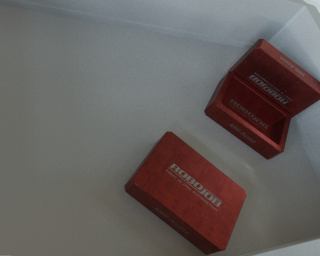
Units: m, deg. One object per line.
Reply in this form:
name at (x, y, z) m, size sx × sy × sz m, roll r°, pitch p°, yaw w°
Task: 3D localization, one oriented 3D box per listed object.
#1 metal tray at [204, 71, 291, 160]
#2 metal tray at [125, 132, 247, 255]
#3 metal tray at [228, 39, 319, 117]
metal tray at (0.143, -0.022, 0.495) m, size 0.130 × 0.030 × 0.090 m, roll 36°, pitch 51°, yaw -5°
metal tray at (0.035, 0.076, 0.376) m, size 0.130 × 0.030 × 0.090 m, roll 39°, pitch 51°, yaw -2°
metal tray at (0.185, -0.073, 0.510) m, size 0.130 × 0.090 × 0.030 m, roll 35°, pitch 51°, yaw -5°
